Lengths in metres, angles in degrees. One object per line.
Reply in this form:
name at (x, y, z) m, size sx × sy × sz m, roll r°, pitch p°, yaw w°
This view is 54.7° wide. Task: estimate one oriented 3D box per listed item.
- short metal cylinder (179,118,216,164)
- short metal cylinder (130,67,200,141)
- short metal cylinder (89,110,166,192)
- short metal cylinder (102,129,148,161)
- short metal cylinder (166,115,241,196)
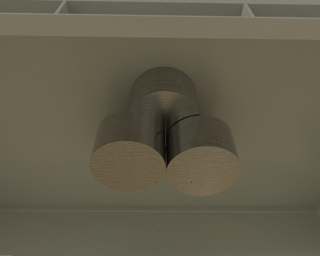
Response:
short metal cylinder at (0.042, 0.030, 0.416) m, size 0.081 × 0.050 × 0.079 m, roll 0°, pitch 130°, yaw 0°
short metal cylinder at (0.005, -0.025, 0.370) m, size 0.081 × 0.050 × 0.079 m, roll 0°, pitch 130°, yaw 0°
short metal cylinder at (-0.034, 0.027, 0.347) m, size 0.081 × 0.050 × 0.079 m, roll 0°, pitch 130°, yaw 0°
short metal cylinder at (-0.040, 0.026, 0.412) m, size 0.081 × 0.050 × 0.079 m, roll 0°, pitch 130°, yaw 0°
short metal cylinder at (0.047, 0.032, 0.351) m, size 0.081 × 0.050 × 0.079 m, roll 0°, pitch 130°, yaw 0°
